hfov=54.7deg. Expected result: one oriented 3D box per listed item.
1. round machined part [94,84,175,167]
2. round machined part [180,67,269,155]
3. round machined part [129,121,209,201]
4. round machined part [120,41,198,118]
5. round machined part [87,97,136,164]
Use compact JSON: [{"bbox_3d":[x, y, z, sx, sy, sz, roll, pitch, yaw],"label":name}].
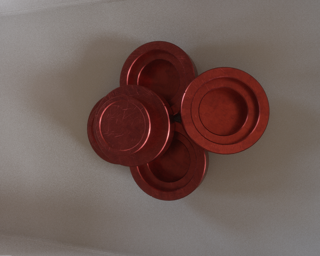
[{"bbox_3d":[-0.036,-0.003,0.365,0.098,0.042,0.097,0,90,19],"label":"round machined part"},{"bbox_3d":[0.072,-0.019,0.363,0.099,0.042,0.097,0,87,-1],"label":"round machined part"},{"bbox_3d":[0.014,0.039,0.394,0.098,0.042,0.097,0,90,19],"label":"round machined part"},{"bbox_3d":[0.002,-0.058,0.399,0.098,0.042,0.097,0,90,19],"label":"round machined part"},{"bbox_3d":[-0.056,0.001,0.417,0.098,0.042,0.097,0,90,19],"label":"round machined part"}]
